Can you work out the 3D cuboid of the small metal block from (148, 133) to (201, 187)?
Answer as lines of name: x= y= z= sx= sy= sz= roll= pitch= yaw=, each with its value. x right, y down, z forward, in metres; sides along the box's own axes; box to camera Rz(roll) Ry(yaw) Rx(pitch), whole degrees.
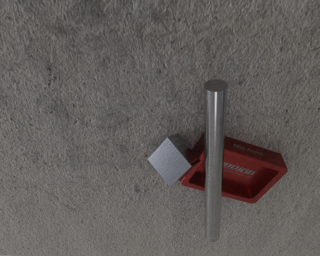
small metal block: x=0.019 y=0.044 z=0.427 sx=0.050 sy=0.025 sz=0.050 roll=50 pitch=124 yaw=15

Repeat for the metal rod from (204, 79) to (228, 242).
metal rod: x=0.074 y=0.068 z=0.425 sx=0.025 sy=0.025 sz=0.298 roll=-4 pitch=130 yaw=3

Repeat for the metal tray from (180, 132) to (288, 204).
metal tray: x=0.106 y=0.062 z=0.457 sx=0.131 sy=0.030 sz=0.089 roll=17 pitch=128 yaw=-15
